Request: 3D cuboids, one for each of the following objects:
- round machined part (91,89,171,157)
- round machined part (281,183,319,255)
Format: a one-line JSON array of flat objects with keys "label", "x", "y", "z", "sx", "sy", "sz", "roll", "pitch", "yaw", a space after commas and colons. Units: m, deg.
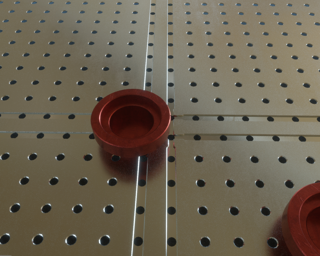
[{"label": "round machined part", "x": -0.036, "y": -0.002, "z": 0.398, "sx": 0.099, "sy": 0.042, "sz": 0.098, "roll": 0, "pitch": 50, "yaw": 0}, {"label": "round machined part", "x": 0.171, "y": 0.107, "z": 0.308, "sx": 0.099, "sy": 0.042, "sz": 0.098, "roll": 0, "pitch": 50, "yaw": 0}]
